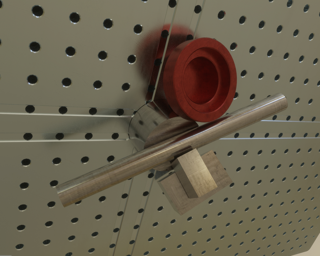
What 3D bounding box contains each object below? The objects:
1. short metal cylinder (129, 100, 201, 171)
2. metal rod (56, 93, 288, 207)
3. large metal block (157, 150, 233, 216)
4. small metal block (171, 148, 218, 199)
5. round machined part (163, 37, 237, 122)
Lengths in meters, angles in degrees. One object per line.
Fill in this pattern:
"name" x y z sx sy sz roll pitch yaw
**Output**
"short metal cylinder" 0.006 0.009 0.405 0.081 0.050 0.079 -14 125 -21
"metal rod" 0.027 0.019 0.374 0.302 0.025 0.025 -22 127 -16
"large metal block" 0.045 0.077 0.439 0.080 0.050 0.080 -31 173 -9
"small metal block" 0.040 0.056 0.374 0.025 0.050 0.050 -26 170 -12
"round machined part" 0.044 -0.057 0.375 0.099 0.042 0.097 -5 99 -34
